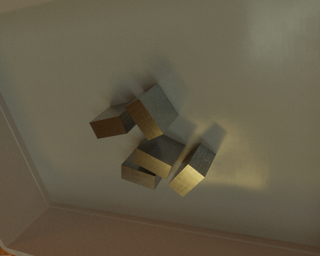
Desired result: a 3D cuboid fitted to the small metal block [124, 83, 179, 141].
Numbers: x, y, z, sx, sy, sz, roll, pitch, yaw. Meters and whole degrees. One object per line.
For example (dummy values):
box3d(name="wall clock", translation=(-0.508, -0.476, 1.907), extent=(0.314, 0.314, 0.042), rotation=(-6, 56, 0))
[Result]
box3d(name="small metal block", translation=(-0.009, -0.021, 0.383), extent=(0.025, 0.050, 0.050), rotation=(-25, 105, 36))

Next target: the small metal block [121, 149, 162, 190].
box3d(name="small metal block", translation=(-0.020, 0.055, 0.435), extent=(0.050, 0.050, 0.025), rotation=(16, 125, 18))

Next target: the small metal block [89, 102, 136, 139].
box3d(name="small metal block", translation=(-0.056, -0.012, 0.413), extent=(0.050, 0.050, 0.025), rotation=(-10, 113, 32))

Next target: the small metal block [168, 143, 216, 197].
box3d(name="small metal block", translation=(0.042, 0.054, 0.403), extent=(0.025, 0.050, 0.050), rotation=(39, 129, 2))

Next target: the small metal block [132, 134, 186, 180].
box3d(name="small metal block", translation=(0.000, 0.034, 0.412), extent=(0.050, 0.050, 0.025), rotation=(27, 128, 11))
